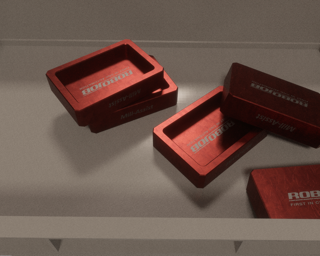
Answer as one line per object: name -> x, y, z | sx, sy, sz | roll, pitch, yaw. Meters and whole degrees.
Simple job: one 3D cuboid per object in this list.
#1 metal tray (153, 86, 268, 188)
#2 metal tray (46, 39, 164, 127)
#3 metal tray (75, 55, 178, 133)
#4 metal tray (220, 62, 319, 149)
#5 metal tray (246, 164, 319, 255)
metal tray -> 0.067, 0.006, 0.397 | 0.131, 0.030, 0.090 | -33, 58, -25
metal tray -> -0.071, -0.065, 0.416 | 0.131, 0.030, 0.090 | -30, 56, -23
metal tray -> -0.051, -0.053, 0.445 | 0.131, 0.030, 0.090 | -21, 53, -17
metal tray -> 0.148, -0.033, 0.402 | 0.131, 0.030, 0.090 | 20, 40, 0
metal tray -> 0.169, 0.081, 0.324 | 0.131, 0.030, 0.090 | -4, 39, -4
